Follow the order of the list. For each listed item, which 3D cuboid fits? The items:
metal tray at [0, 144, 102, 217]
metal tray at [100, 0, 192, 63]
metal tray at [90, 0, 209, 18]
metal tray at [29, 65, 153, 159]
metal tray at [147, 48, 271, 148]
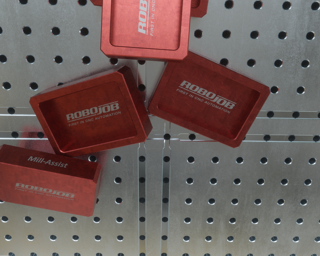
[{"bbox_3d":[-0.150,0.074,0.418,0.131,0.030,0.089,12,133,-5],"label":"metal tray"},{"bbox_3d":[-0.013,-0.138,0.327,0.091,0.030,0.129,3,96,-3],"label":"metal tray"},{"bbox_3d":[-0.008,-0.177,0.345,0.131,0.030,0.089,6,110,-3],"label":"metal tray"},{"bbox_3d":[-0.085,-0.016,0.387,0.130,0.030,0.090,-13,111,19],"label":"metal tray"},{"bbox_3d":[0.060,-0.039,0.397,0.131,0.030,0.089,22,108,-9],"label":"metal tray"}]
